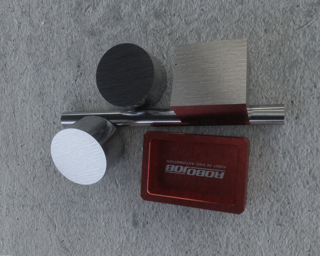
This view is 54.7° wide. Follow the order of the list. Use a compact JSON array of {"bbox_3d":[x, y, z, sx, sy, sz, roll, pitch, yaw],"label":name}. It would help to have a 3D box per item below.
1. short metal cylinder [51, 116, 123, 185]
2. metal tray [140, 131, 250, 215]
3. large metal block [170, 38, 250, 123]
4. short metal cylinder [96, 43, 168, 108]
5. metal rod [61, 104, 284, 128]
[{"bbox_3d":[-0.097,0.029,0.418,0.080,0.050,0.079,7,113,16],"label":"short metal cylinder"},{"bbox_3d":[0.043,0.052,0.391,0.130,0.030,0.089,4,91,19],"label":"metal tray"},{"bbox_3d":[0.062,-0.053,0.362,0.080,0.050,0.080,-1,69,20],"label":"large metal block"},{"bbox_3d":[-0.036,-0.066,0.410,0.080,0.050,0.080,0,89,20],"label":"short metal cylinder"},{"bbox_3d":[0.003,-0.014,0.410,0.301,0.025,0.025,-1,90,19],"label":"metal rod"}]
